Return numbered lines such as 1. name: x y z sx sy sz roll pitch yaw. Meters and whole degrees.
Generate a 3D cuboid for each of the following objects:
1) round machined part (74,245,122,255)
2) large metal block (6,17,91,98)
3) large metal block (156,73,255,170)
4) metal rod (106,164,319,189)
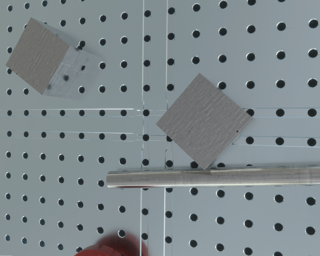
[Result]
1. round machined part: -0.080 0.211 0.432 0.098 0.042 0.097 0 90 20
2. large metal block: -0.164 -0.101 0.457 0.080 0.050 0.080 37 102 16
3. large metal block: 0.057 -0.008 0.379 0.080 0.050 0.080 44 103 14
4. metal rod: 0.072 0.061 0.386 0.301 0.025 0.025 -5 89 19
